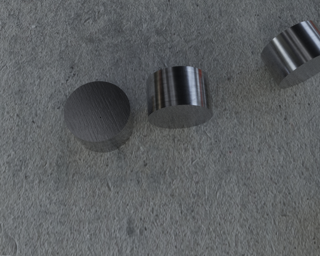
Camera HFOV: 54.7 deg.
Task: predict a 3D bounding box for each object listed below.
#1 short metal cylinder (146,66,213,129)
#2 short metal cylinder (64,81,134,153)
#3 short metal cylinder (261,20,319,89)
[{"bbox_3d":[0.024,-0.036,0.392,0.081,0.080,0.050,-3,70,-1],"label":"short metal cylinder"},{"bbox_3d":[-0.076,-0.013,0.399,0.081,0.050,0.080,0,70,0],"label":"short metal cylinder"},{"bbox_3d":[0.184,-0.096,0.415,0.080,0.080,0.050,-22,72,-8],"label":"short metal cylinder"}]
